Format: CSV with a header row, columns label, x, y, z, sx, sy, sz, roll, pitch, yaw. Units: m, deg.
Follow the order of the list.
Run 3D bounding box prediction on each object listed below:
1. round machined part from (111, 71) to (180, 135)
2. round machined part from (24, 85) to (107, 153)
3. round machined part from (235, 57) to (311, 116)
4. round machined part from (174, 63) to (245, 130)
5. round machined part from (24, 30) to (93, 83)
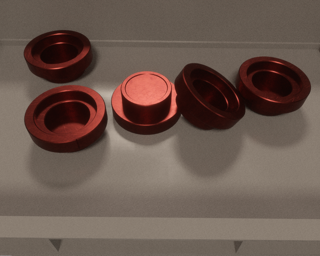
label,x,y,z,sx,sy,sz,roll,pitch,yaw
round machined part,-0.018,-0.041,0.428,0.099,0.042,0.098,0,50,0
round machined part,-0.117,-0.007,0.399,0.099,0.042,0.098,0,50,0
round machined part,0.156,-0.055,0.440,0.099,0.042,0.098,3,49,-3
round machined part,0.060,-0.036,0.407,0.099,0.042,0.098,22,41,-21
round machined part,-0.154,-0.107,0.482,0.099,0.042,0.098,0,50,0
